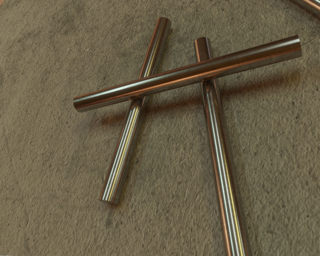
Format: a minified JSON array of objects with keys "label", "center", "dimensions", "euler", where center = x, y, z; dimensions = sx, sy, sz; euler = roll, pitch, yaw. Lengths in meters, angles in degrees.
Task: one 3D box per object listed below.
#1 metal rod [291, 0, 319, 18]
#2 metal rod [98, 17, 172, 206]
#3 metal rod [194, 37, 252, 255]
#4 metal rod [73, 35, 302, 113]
[{"label":"metal rod","center":[0.192,-0.175,0.410],"dimensions":[0.025,0.025,0.300],"euler":[-35,51,5]},{"label":"metal rod","center":[-0.028,-0.040,0.443],"dimensions":[0.025,0.025,0.300],"euler":[1,62,28]},{"label":"metal rod","center":[0.068,0.004,0.365],"dimensions":[0.025,0.025,0.299],"euler":[-16,55,19]},{"label":"metal rod","center":[0.018,-0.063,0.399],"dimensions":[0.300,0.025,0.025],"euler":[-12,57,21]}]
